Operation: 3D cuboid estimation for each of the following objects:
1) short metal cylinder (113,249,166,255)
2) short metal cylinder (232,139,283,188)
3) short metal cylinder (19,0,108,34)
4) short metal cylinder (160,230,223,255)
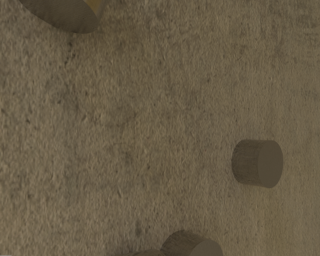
[{"bbox_3d":[-0.024,0.183,0.351,0.050,0.080,0.080,9,85,-40],"label":"short metal cylinder"},{"bbox_3d":[0.169,0.060,0.533,0.081,0.050,0.079,0,90,-40],"label":"short metal cylinder"},{"bbox_3d":[-0.089,-0.135,0.295,0.080,0.080,0.050,28,73,-37],"label":"short metal cylinder"},{"bbox_3d":[0.043,0.188,0.427,0.081,0.050,0.079,0,90,-40],"label":"short metal cylinder"}]
